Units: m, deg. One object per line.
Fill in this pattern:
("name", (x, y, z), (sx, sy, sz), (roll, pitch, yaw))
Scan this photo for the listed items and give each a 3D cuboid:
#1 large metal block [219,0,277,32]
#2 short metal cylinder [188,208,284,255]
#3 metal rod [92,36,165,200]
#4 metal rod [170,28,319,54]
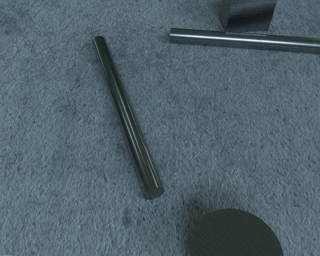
("large metal block", (0.157, -0.221, 0.554), (0.081, 0.080, 0.050), (-5, 50, -4))
("short metal cylinder", (0.065, 0.122, 0.285), (0.081, 0.050, 0.080), (0, 50, 0))
("metal rod", (-0.055, -0.036, 0.433), (0.025, 0.025, 0.300), (-15, 52, -12))
("metal rod", (0.168, -0.147, 0.528), (0.302, 0.025, 0.025), (5, 50, 4))
